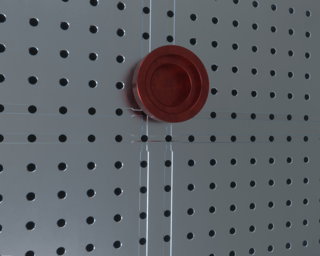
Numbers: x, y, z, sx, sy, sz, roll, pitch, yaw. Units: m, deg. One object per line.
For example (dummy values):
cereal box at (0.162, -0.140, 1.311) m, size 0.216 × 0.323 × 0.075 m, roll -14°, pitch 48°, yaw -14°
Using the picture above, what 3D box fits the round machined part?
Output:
round machined part at (0.011, -0.056, 0.407) m, size 0.099 × 0.042 × 0.097 m, roll 0°, pitch 90°, yaw -20°
